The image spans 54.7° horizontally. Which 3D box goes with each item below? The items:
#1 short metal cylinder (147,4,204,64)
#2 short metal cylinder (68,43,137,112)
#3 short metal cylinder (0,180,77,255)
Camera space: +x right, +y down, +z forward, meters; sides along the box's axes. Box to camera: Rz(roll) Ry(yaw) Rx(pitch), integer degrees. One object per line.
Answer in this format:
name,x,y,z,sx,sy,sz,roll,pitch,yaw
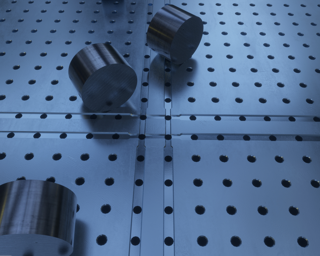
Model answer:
short metal cylinder,0.025,-0.150,0.498,0.050,0.080,0.080,37,59,26
short metal cylinder,-0.079,-0.069,0.429,0.081,0.080,0.050,-24,54,-19
short metal cylinder,-0.122,0.091,0.294,0.081,0.080,0.050,-4,50,-4
